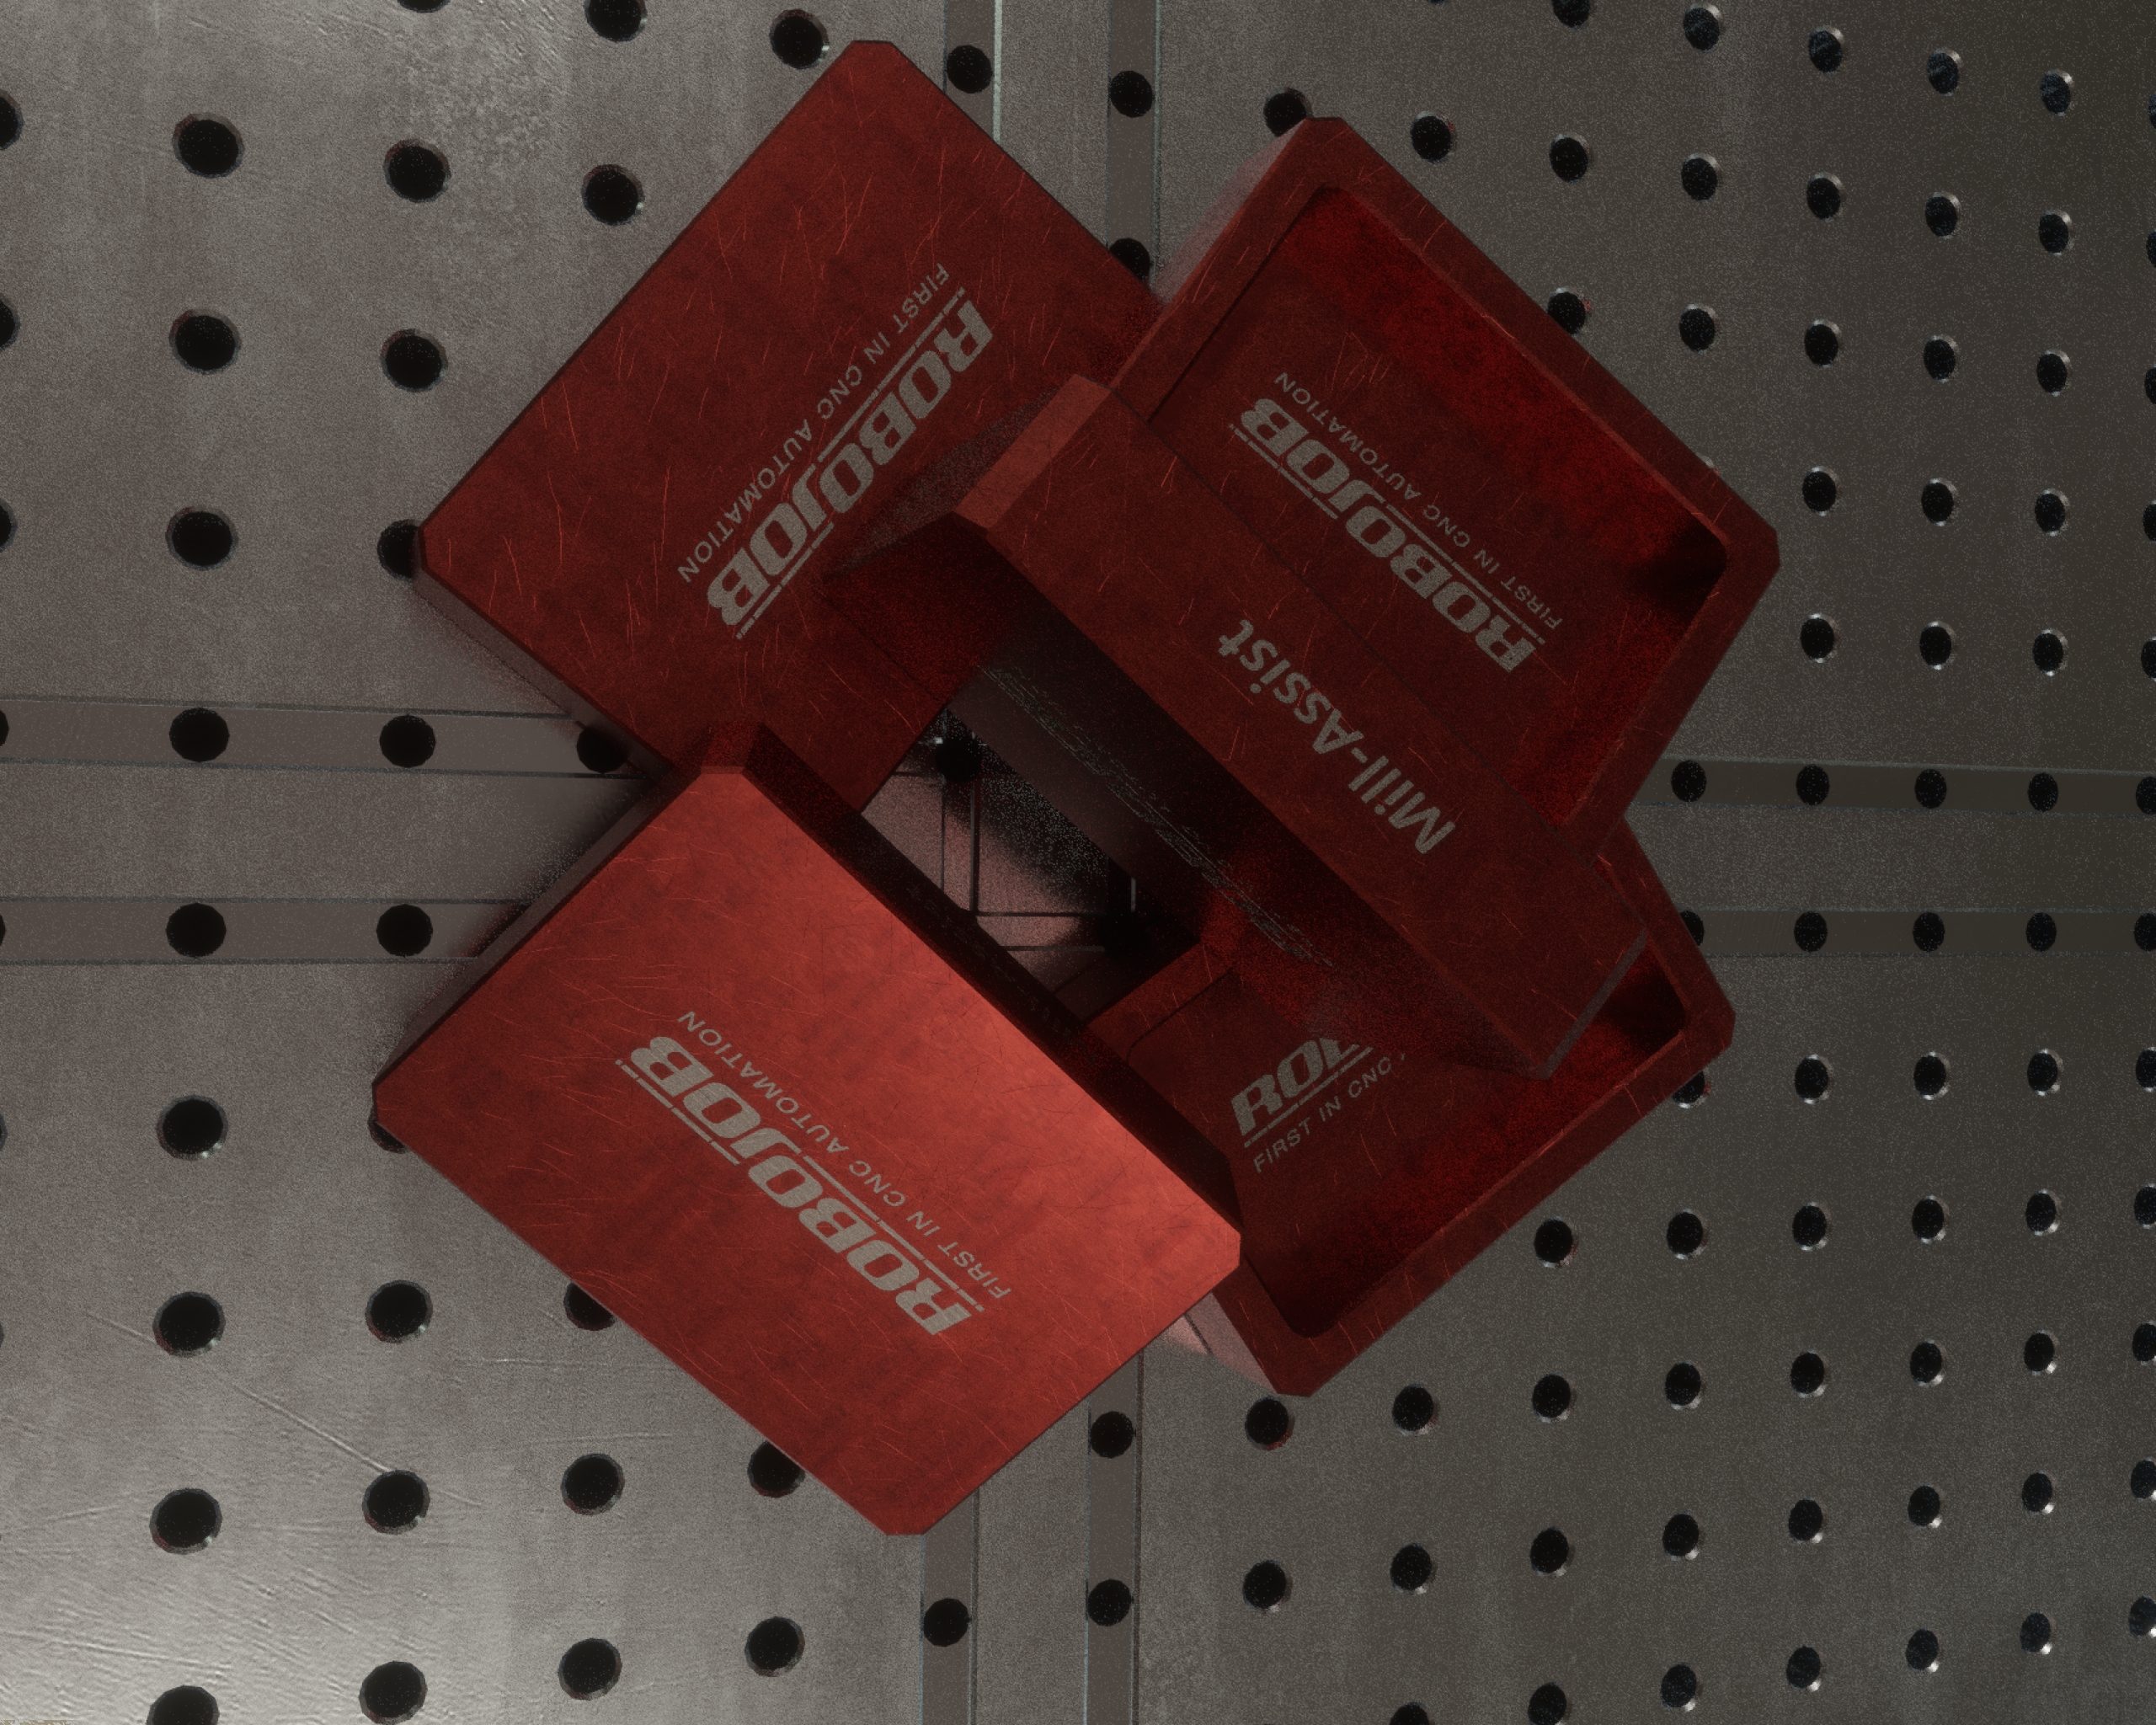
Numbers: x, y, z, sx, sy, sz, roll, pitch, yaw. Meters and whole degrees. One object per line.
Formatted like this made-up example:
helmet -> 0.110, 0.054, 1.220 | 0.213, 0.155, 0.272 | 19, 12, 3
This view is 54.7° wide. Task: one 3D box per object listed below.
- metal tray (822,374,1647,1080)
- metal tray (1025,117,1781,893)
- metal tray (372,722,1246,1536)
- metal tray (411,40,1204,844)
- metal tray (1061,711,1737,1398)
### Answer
metal tray -> 0.023, -0.019, 0.355 | 0.130, 0.090, 0.030 | 42, 77, -16
metal tray -> 0.064, -0.065, 0.402 | 0.130, 0.030, 0.090 | 38, 78, -17
metal tray -> -0.045, 0.050, 0.374 | 0.090, 0.030, 0.130 | -43, 105, 11
metal tray -> -0.048, -0.075, 0.392 | 0.090, 0.030, 0.130 | 41, 77, -16
metal tray -> 0.065, 0.035, 0.434 | 0.131, 0.030, 0.090 | -35, 102, -17
